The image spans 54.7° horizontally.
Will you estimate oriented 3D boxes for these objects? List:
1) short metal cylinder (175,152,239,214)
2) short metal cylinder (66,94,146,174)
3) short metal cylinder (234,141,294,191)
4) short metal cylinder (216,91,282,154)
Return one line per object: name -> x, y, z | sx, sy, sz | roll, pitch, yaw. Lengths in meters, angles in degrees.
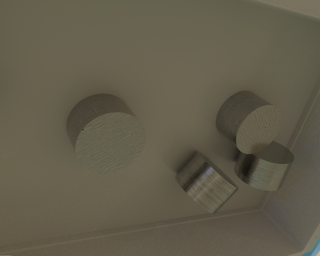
short metal cylinder -> 0.069, 0.080, 0.460 | 0.050, 0.080, 0.080 | -49, 129, 6
short metal cylinder -> -0.063, 0.006, 0.362 | 0.081, 0.050, 0.079 | -14, 124, -21
short metal cylinder -> 0.166, 0.056, 0.498 | 0.081, 0.080, 0.050 | -3, 120, -27
short metal cylinder -> 0.131, -0.009, 0.458 | 0.081, 0.050, 0.079 | -14, 124, -21
